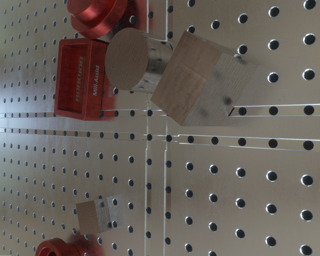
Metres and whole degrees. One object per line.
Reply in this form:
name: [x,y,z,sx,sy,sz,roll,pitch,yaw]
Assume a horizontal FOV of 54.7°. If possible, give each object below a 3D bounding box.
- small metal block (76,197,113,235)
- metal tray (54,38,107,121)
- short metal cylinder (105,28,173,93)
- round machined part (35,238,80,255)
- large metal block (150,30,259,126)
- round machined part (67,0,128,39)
small metal block: [-0.106,0.142,0.498,0.050,0.025,0.050,-20,78,38]
metal tray: [-0.135,-0.081,0.517,0.090,0.030,0.129,11,97,39]
short metal cylinder: [-0.028,-0.089,0.417,0.080,0.050,0.080,0,90,40]
round machined part: [-0.175,0.242,0.543,0.098,0.042,0.097,0,90,40]
large metal block: [0.049,-0.049,0.334,0.050,0.081,0.080,42,115,32]
round machined part: [-0.099,-0.186,0.461,0.098,0.042,0.098,-13,64,30]
